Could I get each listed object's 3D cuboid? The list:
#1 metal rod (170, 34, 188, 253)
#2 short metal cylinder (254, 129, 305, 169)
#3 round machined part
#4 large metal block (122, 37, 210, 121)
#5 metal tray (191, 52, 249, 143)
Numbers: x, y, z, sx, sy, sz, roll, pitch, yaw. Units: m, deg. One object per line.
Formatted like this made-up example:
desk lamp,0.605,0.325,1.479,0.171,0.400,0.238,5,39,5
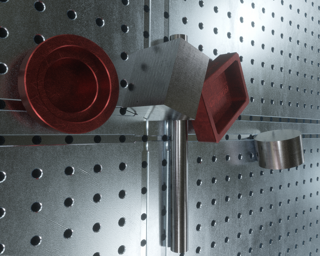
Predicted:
metal rod,0.027,0.021,0.433,0.025,0.025,0.298,0,90,-40
short metal cylinder,0.213,0.037,0.556,0.081,0.080,0.050,-19,103,-39
round machined part,-0.095,-0.043,0.320,0.099,0.042,0.097,0,90,-40
large metal block,0.006,-0.055,0.380,0.050,0.080,0.080,23,75,-38
metal tray,0.088,-0.048,0.463,0.131,0.030,0.090,-43,122,-42
